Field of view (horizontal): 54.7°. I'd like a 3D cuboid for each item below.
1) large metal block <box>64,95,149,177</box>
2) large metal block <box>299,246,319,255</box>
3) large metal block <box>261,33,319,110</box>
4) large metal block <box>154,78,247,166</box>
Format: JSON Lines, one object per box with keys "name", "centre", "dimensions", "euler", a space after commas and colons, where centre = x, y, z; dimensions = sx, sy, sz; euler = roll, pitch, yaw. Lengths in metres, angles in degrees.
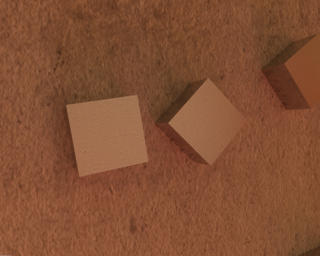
{"name": "large metal block", "centre": [-0.066, 0.007, 0.372], "dimensions": [0.081, 0.050, 0.079], "euler": [-11, 94, -20]}
{"name": "large metal block", "centre": [0.261, 0.245, 0.495], "dimensions": [0.081, 0.050, 0.079], "euler": [-12, 94, -20]}
{"name": "large metal block", "centre": [0.219, -0.084, 0.479], "dimensions": [0.080, 0.050, 0.080], "euler": [-40, 103, -16]}
{"name": "large metal block", "centre": [0.055, -0.008, 0.417], "dimensions": [0.080, 0.050, 0.080], "euler": [45, 76, -15]}
